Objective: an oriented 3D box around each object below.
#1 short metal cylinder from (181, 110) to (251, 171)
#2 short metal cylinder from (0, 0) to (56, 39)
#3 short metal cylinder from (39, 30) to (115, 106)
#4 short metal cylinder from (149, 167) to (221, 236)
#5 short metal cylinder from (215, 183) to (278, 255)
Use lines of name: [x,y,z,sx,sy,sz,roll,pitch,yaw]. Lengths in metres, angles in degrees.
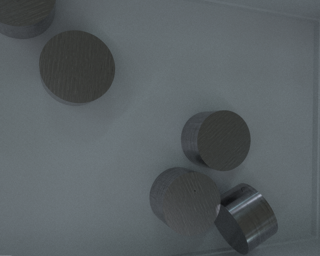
short metal cylinder: [0.076,0.016,0.427,0.081,0.050,0.079,0,90,-21]
short metal cylinder: [-0.157,-0.144,0.339,0.081,0.050,0.079,0,90,-21]
short metal cylinder: [-0.098,-0.067,0.362,0.081,0.050,0.079,0,90,-21]
short metal cylinder: [0.032,0.095,0.411,0.081,0.050,0.079,0,90,-21]
short metal cylinder: [0.112,0.123,0.425,0.050,0.080,0.080,-26,99,-18]
